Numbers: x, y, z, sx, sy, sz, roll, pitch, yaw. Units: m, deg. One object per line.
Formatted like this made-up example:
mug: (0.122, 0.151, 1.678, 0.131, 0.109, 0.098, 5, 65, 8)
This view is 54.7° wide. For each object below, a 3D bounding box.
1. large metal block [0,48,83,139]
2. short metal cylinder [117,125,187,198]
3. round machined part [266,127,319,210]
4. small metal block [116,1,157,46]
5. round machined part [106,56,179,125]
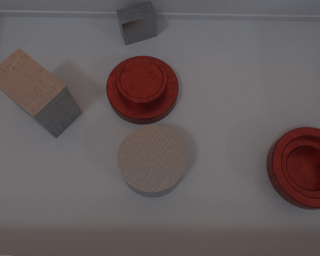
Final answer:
large metal block: (-0.154, -0.041, 0.393, 0.080, 0.080, 0.050, 38, 74, 12)
short metal cylinder: (-0.009, 0.042, 0.381, 0.081, 0.050, 0.080, 0, 70, 0)
round machined part: (0.181, 0.052, 0.384, 0.099, 0.042, 0.098, 0, 70, -1)
small metal block: (-0.033, -0.152, 0.451, 0.050, 0.050, 0.025, -19, 72, -7)
round machined part: (-0.024, -0.057, 0.421, 0.099, 0.042, 0.098, 0, 70, -1)
